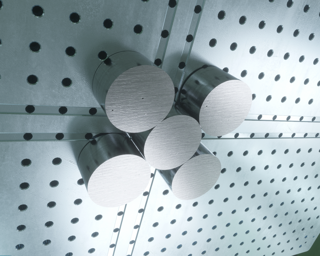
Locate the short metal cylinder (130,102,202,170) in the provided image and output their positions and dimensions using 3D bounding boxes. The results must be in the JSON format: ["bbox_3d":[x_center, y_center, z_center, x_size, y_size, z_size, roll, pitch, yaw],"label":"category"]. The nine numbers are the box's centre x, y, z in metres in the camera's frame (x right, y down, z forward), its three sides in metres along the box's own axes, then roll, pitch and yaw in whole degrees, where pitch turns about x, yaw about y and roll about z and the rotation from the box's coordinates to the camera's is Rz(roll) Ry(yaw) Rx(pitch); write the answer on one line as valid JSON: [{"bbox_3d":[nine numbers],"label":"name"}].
[{"bbox_3d":[0.007,0.007,0.404,0.081,0.050,0.079,-14,125,-21],"label":"short metal cylinder"}]

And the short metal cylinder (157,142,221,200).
[{"bbox_3d":[0.042,0.058,0.455,0.081,0.050,0.079,-14,125,-21],"label":"short metal cylinder"}]

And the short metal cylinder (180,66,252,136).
[{"bbox_3d":[0.074,-0.036,0.413,0.081,0.050,0.079,-14,125,-21],"label":"short metal cylinder"}]

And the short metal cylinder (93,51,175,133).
[{"bbox_3d":[-0.030,-0.041,0.353,0.081,0.050,0.079,-14,125,-21],"label":"short metal cylinder"}]

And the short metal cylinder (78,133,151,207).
[{"bbox_3d":[-0.059,0.054,0.396,0.081,0.050,0.079,-14,125,-21],"label":"short metal cylinder"}]
